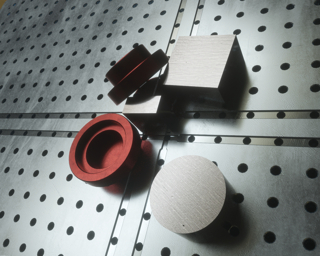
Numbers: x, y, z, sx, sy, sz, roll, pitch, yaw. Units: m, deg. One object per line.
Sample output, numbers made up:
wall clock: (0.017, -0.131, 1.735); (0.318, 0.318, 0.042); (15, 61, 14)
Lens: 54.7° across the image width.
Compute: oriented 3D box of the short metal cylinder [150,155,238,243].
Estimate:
short metal cylinder: (0.036, 0.075, 0.327); (0.080, 0.050, 0.080); (-13, 56, 21)

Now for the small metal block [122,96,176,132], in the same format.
small metal block: (-0.013, -0.018, 0.410); (0.050, 0.050, 0.025); (1, 63, 29)

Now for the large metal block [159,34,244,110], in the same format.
large metal block: (0.057, -0.074, 0.408); (0.080, 0.050, 0.080); (8, 66, 32)

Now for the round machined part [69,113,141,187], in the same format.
round machined part: (-0.068, 0.032, 0.413); (0.098, 0.042, 0.098); (-13, 56, 21)

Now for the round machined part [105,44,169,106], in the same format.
round machined part: (-0.036, -0.078, 0.430); (0.098, 0.042, 0.098); (-40, 8, 7)
